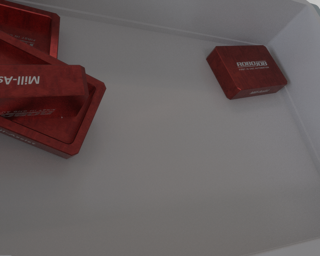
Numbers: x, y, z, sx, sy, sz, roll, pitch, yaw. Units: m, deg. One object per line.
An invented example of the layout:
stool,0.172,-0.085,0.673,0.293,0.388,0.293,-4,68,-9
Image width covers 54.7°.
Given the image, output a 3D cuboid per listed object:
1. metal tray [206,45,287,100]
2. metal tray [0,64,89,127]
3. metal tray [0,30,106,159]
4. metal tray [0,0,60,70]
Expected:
metal tray,0.155,-0.101,0.547,0.131,0.030,0.090,-11,67,-33
metal tray,-0.143,-0.028,0.295,0.131,0.090,0.030,-6,77,-27
metal tray,-0.133,-0.033,0.322,0.131,0.030,0.090,26,67,-19
metal tray,-0.190,-0.110,0.366,0.131,0.030,0.090,7,59,-25
